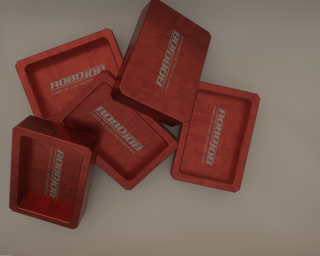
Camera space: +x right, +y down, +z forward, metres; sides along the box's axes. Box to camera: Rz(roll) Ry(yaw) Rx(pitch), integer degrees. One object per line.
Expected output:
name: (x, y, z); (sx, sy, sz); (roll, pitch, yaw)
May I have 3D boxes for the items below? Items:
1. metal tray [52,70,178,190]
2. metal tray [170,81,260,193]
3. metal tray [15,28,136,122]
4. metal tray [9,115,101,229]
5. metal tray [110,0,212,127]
metal tray: (-0.053, 0.004, 0.385); (0.090, 0.030, 0.130); (-43, 105, 6)
metal tray: (0.071, 0.011, 0.408); (0.091, 0.030, 0.129); (13, 90, -1)
metal tray: (-0.108, -0.064, 0.406); (0.131, 0.030, 0.090); (-21, 90, -1)
metal tray: (-0.130, 0.057, 0.376); (0.090, 0.030, 0.129); (17, 118, -1)
metal tray: (0.005, -0.077, 0.373); (0.090, 0.030, 0.130); (25, 70, -23)
